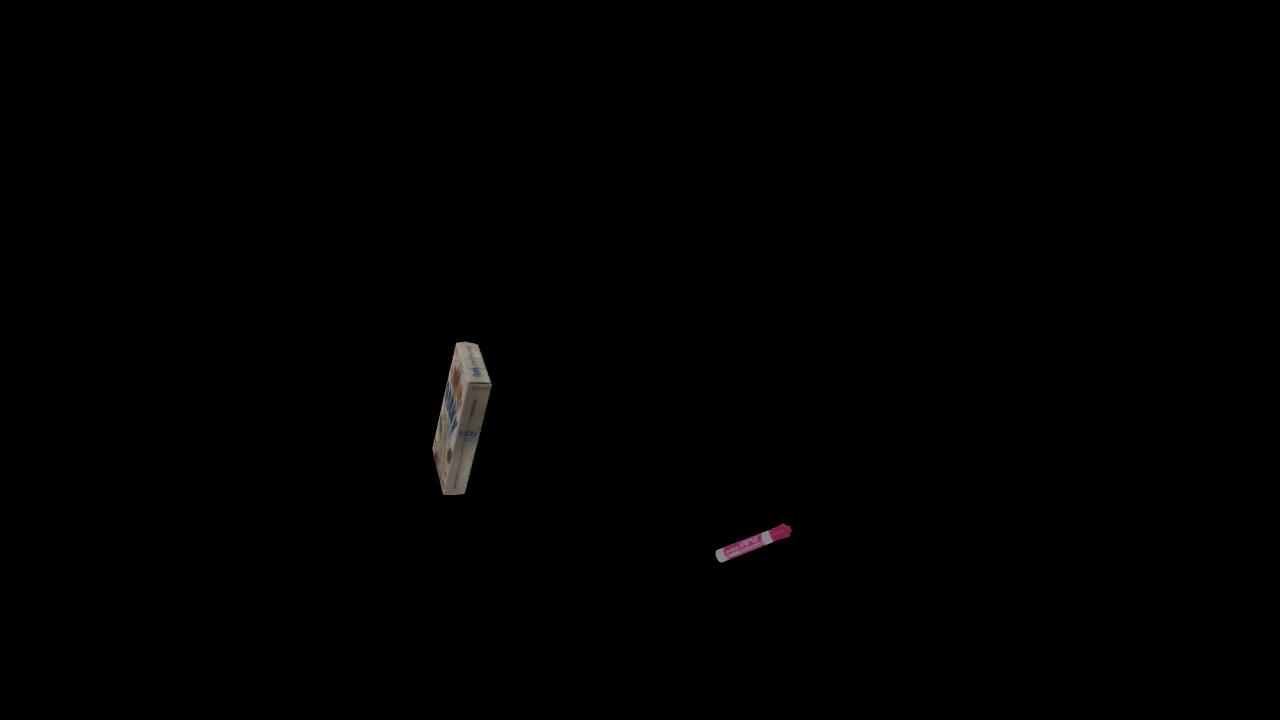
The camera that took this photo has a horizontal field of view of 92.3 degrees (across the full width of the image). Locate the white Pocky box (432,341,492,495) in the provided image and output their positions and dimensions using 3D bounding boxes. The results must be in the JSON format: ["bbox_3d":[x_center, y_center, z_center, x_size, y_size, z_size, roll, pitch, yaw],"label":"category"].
[{"bbox_3d":[-0.200,0.066,0.687,0.028,0.154,0.084,5,30,-30],"label":"white Pocky box"}]

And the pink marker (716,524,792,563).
[{"bbox_3d":[0.160,0.259,0.871,0.121,0.020,0.020,-32,-17,29],"label":"pink marker"}]
